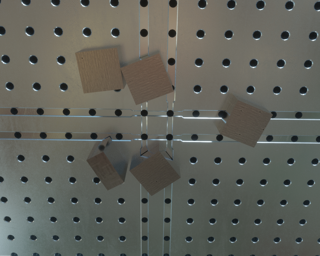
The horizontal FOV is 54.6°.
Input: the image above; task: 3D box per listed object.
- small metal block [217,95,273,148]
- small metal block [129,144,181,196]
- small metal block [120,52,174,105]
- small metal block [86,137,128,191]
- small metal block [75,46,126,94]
[{"bbox_3d":[0.111,-0.009,0.411,0.050,0.025,0.050,22,109,-8],"label":"small metal block"},{"bbox_3d":[-0.006,0.059,0.435,0.050,0.025,0.050,-35,107,12],"label":"small metal block"},{"bbox_3d":[-0.015,-0.063,0.390,0.050,0.025,0.050,-20,109,7],"label":"small metal block"},{"bbox_3d":[-0.069,0.047,0.417,0.025,0.050,0.050,-27,108,10],"label":"small metal block"},{"bbox_3d":[-0.072,-0.073,0.386,0.050,0.025,0.050,-7,110,2],"label":"small metal block"}]
